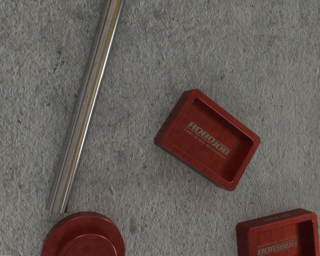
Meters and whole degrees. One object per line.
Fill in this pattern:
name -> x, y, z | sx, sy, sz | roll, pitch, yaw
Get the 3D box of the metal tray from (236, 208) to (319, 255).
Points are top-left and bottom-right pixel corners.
metal tray -> 0.183, 0.182, 0.476 | 0.131, 0.030, 0.089 | -6, 92, -20

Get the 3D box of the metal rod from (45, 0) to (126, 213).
metal rod -> -0.085, -0.048, 0.377 | 0.025, 0.025, 0.299 | 16, 84, -20

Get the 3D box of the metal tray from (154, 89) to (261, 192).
metal tray -> 0.069, 0.018, 0.433 | 0.130, 0.030, 0.090 | 35, 78, -17

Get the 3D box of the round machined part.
round machined part -> -0.089, 0.153, 0.368 | 0.099, 0.042, 0.097 | 0, 90, -21
